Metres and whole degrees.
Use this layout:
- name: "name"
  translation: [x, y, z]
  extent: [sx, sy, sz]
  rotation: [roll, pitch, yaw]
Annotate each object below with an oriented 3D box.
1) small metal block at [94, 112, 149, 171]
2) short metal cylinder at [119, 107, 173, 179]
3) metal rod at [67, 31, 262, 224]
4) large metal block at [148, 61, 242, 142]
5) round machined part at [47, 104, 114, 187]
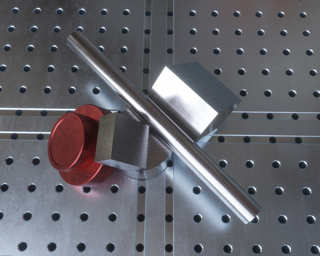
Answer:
- name: "small metal block"
  translation: [-0.040, 0.016, 0.333]
  extent: [0.025, 0.050, 0.050]
  rotation: [-13, 65, 38]
- name: "short metal cylinder"
  translation: [-0.024, 0.020, 0.387]
  extent: [0.081, 0.050, 0.080]
  rotation: [0, 70, 0]
- name: "metal rod"
  translation: [-0.006, -0.011, 0.359]
  extent: [0.025, 0.025, 0.300]
  rotation: [-42, 75, -14]
- name: "large metal block"
  translation: [0.043, -0.035, 0.385]
  extent: [0.080, 0.050, 0.080]
  rotation: [44, 33, 14]
- name: "round machined part"
  translation: [-0.094, 0.019, 0.364]
  extent: [0.098, 0.042, 0.098]
  rotation: [-12, 70, 36]
